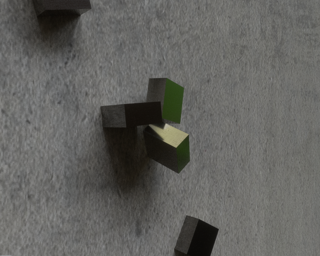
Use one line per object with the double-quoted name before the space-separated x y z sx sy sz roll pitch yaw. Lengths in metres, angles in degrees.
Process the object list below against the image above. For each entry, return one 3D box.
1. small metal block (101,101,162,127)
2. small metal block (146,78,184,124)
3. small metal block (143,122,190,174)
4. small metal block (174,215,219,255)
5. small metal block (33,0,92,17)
"small metal block" -0.034 -0.016 0.362 0.050 0.050 0.025 -8 96 -40
"small metal block" 0.007 -0.034 0.402 0.050 0.025 0.050 16 79 -59
"small metal block" 0.009 0.023 0.386 0.025 0.050 0.050 -44 146 -31
"small metal block" 0.055 0.162 0.454 0.050 0.025 0.050 36 68 -35
"small metal block" -0.104 -0.144 0.318 0.050 0.025 0.050 -20 103 -39
